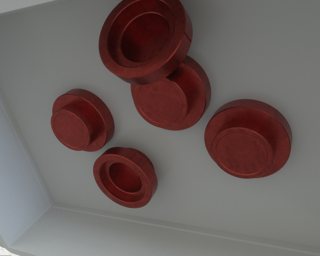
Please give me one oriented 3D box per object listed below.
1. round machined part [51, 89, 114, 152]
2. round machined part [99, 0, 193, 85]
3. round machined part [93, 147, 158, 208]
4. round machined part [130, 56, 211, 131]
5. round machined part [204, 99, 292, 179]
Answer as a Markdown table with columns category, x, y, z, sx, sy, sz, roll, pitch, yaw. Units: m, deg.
| category | x | y | z | sx | sy | sz | roll | pitch | yaw |
| --- | --- | --- | --- | --- | --- | --- | --- | --- | --- |
| round machined part | -0.121 | -0.005 | 0.458 | 0.098 | 0.042 | 0.097 | 13 | 124 | 21 |
| round machined part | -0.012 | -0.091 | 0.326 | 0.098 | 0.042 | 0.098 | -7 | 73 | 24 |
| round machined part | -0.048 | 0.069 | 0.466 | 0.098 | 0.042 | 0.097 | 13 | 124 | 21 |
| round machined part | 0.007 | -0.039 | 0.370 | 0.098 | 0.042 | 0.097 | 13 | 124 | 21 |
| round machined part | 0.098 | 0.019 | 0.358 | 0.098 | 0.042 | 0.097 | 13 | 124 | 21 |
